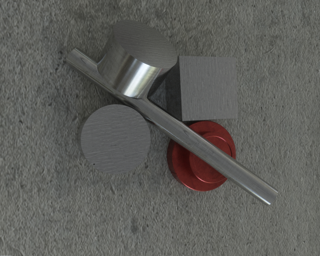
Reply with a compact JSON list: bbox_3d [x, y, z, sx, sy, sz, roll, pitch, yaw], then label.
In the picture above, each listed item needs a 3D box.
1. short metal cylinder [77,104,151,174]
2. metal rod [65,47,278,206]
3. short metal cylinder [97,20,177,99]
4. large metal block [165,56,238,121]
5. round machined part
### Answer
[{"bbox_3d":[-0.058,0.013,0.377,0.081,0.050,0.080,0,90,-20],"label":"short metal cylinder"},{"bbox_3d":[0.017,0.000,0.381,0.301,0.025,0.025,35,78,-3],"label":"metal rod"},{"bbox_3d":[-0.027,-0.081,0.367,0.080,0.050,0.080,21,43,-21],"label":"short metal cylinder"},{"bbox_3d":[0.055,-0.051,0.415,0.081,0.050,0.079,-3,91,-20],"label":"large metal block"},{"bbox_3d":[0.063,0.038,0.424,0.099,0.042,0.097,0,90,-20],"label":"round machined part"}]
